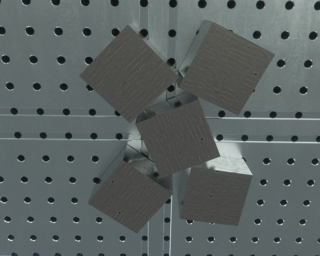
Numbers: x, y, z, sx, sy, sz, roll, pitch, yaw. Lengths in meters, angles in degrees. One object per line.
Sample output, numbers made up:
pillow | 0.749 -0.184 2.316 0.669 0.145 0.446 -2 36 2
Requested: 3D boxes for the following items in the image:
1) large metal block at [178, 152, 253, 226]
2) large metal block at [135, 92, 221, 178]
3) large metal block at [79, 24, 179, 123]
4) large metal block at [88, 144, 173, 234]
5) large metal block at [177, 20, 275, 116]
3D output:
large metal block | 0.073 0.083 0.431 0.080 0.050 0.079 8 110 -4
large metal block | 0.023 0.007 0.402 0.080 0.050 0.080 -21 109 7
large metal block | -0.035 -0.067 0.375 0.080 0.050 0.080 -42 104 14
large metal block | -0.039 0.084 0.429 0.080 0.050 0.080 36 106 -12
large metal block | 0.074 -0.073 0.372 0.080 0.050 0.080 23 108 -12
